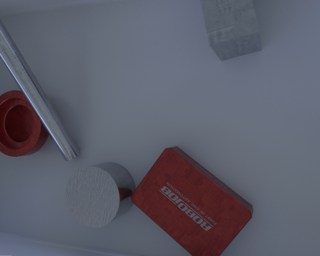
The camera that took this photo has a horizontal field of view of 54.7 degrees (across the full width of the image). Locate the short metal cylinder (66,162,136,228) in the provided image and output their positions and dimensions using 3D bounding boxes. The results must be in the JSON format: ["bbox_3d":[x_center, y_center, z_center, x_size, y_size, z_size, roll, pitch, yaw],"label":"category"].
[{"bbox_3d":[-0.080,0.089,0.424,0.080,0.050,0.079,0,90,19],"label":"short metal cylinder"}]

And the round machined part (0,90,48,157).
[{"bbox_3d":[-0.207,-0.007,0.473,0.098,0.042,0.097,0,90,19],"label":"round machined part"}]

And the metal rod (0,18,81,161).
[{"bbox_3d":[-0.189,-0.085,0.405,0.025,0.025,0.299,-19,111,19],"label":"metal rod"}]

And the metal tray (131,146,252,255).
[{"bbox_3d":[0.038,0.096,0.394,0.130,0.030,0.090,38,102,15],"label":"metal tray"}]

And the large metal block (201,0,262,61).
[{"bbox_3d":[0.081,-0.129,0.353,0.050,0.080,0.080,-12,86,19],"label":"large metal block"}]
